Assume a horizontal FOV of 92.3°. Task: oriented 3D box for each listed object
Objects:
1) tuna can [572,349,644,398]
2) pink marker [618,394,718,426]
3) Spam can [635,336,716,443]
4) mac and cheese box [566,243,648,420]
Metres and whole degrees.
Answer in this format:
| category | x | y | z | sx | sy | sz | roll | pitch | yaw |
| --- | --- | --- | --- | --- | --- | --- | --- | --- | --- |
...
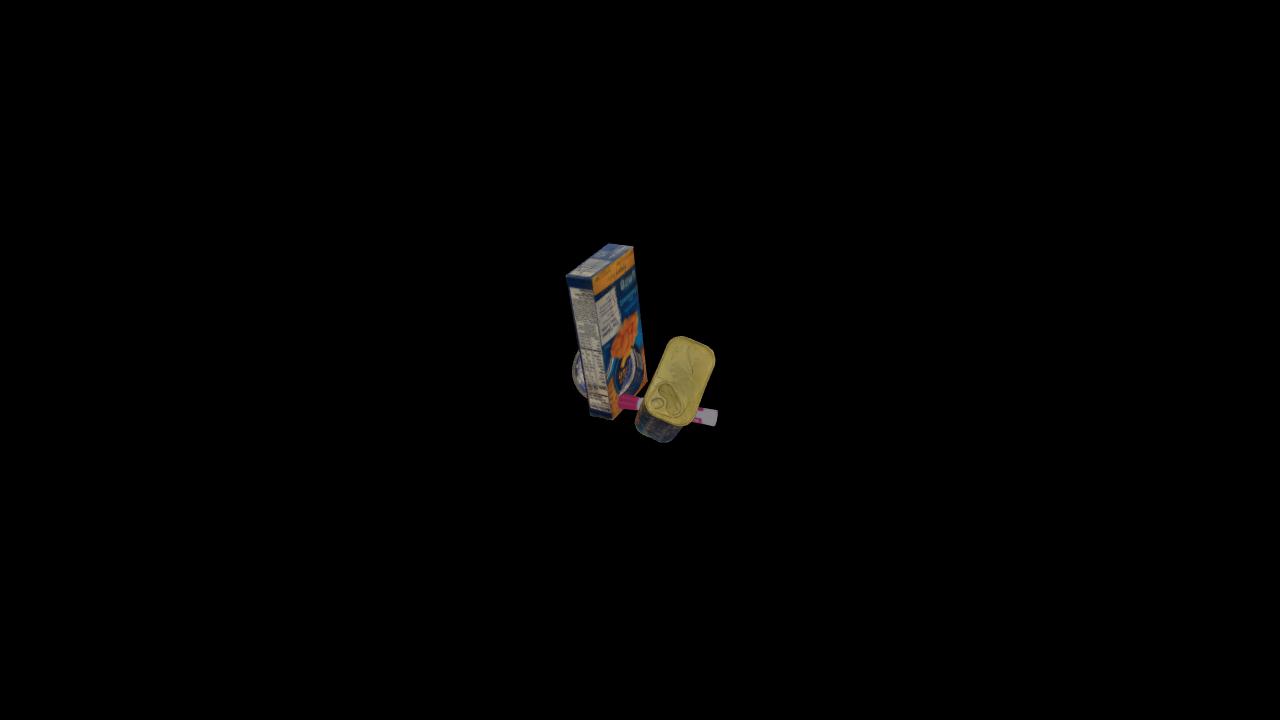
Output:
| category | x | y | z | sx | sy | sz | roll | pitch | yaw |
| --- | --- | --- | --- | --- | --- | --- | --- | --- | --- |
| tuna can | -0.038 | 0.012 | 0.748 | 0.084 | 0.084 | 0.034 | 0 | -11 | 22 |
| pink marker | 0.029 | 0.057 | 0.712 | 0.121 | 0.020 | 0.020 | 10 | 3 | 16 |
| Spam can | 0.037 | 0.036 | 0.698 | 0.058 | 0.101 | 0.085 | 24 | -23 | 1 |
| mac and cheese box | -0.034 | -0.031 | 0.715 | 0.041 | 0.184 | 0.093 | 10 | 36 | 26 |
